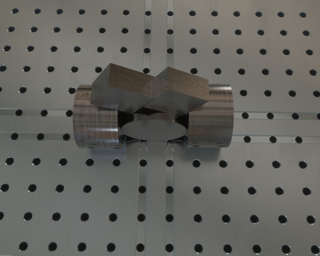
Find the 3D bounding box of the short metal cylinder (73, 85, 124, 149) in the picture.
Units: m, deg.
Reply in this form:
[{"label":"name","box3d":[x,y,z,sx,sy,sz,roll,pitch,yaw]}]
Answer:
[{"label":"short metal cylinder","box3d":[-0.072,-0.014,0.386,0.050,0.080,0.080,1,70,1]}]

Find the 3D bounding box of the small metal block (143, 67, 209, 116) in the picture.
[{"label":"small metal block","box3d":[0.017,-0.037,0.330,0.050,0.050,0.025,12,67,-29]}]

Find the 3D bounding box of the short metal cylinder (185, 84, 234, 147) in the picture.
[{"label":"short metal cylinder","box3d":[0.059,-0.015,0.388,0.050,0.080,0.080,0,70,1]}]

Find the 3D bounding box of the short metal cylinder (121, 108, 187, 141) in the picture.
[{"label":"short metal cylinder","box3d":[-0.007,-0.019,0.389,0.081,0.080,0.050,1,70,0]}]

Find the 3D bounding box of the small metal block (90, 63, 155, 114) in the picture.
[{"label":"small metal block","box3d":[-0.040,-0.040,0.326,0.050,0.050,0.025,12,67,-29]}]
